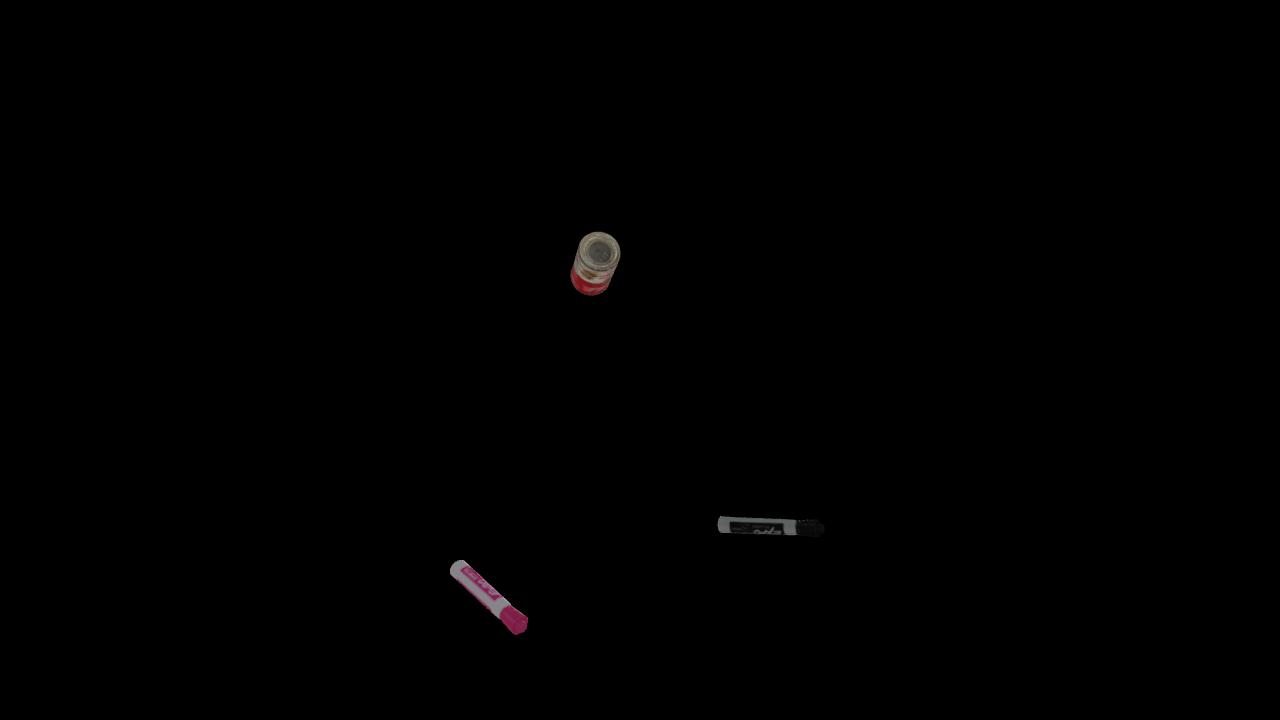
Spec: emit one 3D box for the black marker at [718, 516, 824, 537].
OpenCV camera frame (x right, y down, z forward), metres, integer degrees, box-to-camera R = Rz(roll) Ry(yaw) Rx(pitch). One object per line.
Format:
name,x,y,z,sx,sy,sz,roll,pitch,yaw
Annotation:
black marker,0.147,0.188,0.695,0.121,0.020,0.020,-7,-3,31

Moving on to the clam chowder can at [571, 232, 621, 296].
clam chowder can,-0.072,-0.153,0.980,0.068,0.068,0.102,0,-16,-13

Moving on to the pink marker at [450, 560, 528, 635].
pink marker,-0.150,0.233,0.607,0.121,0.020,0.020,19,13,42
